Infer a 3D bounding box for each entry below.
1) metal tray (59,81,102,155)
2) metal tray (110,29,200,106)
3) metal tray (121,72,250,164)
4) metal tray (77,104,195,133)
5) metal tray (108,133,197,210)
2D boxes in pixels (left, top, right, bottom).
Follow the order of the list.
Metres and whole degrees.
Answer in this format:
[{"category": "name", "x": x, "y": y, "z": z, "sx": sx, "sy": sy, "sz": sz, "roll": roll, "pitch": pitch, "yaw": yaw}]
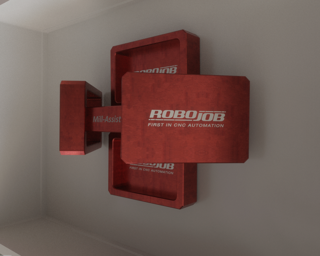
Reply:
[{"category": "metal tray", "x": -0.106, "y": -0.013, "z": 0.433, "sx": 0.030, "sy": 0.130, "sz": 0.089, "roll": 1, "pitch": 90, "yaw": -2}, {"category": "metal tray", "x": -0.010, "y": -0.071, "z": 0.410, "sx": 0.130, "sy": 0.030, "sz": 0.089, "roll": 0, "pitch": 91, "yaw": 39}, {"category": "metal tray", "x": 0.026, "y": -0.009, "z": 0.324, "sx": 0.030, "sy": 0.131, "sz": 0.089, "roll": -177, "pitch": 87, "yaw": -82}, {"category": "metal tray", "x": -0.033, "y": -0.010, "z": 0.390, "sx": 0.130, "sy": 0.091, "sz": 0.030, "roll": 1, "pitch": 91, "yaw": 39}, {"category": "metal tray", "x": -0.014, "y": 0.050, "z": 0.411, "sx": 0.130, "sy": 0.030, "sz": 0.089, "roll": 1, "pitch": 90, "yaw": 39}]
